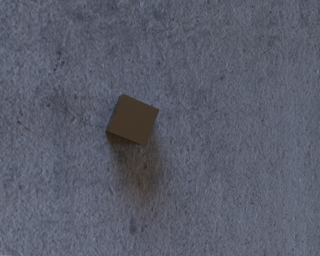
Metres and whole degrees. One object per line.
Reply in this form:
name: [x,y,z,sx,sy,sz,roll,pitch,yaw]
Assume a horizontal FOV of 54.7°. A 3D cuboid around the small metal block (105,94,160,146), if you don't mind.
small metal block: [-0.035,-0.010,0.397,0.050,0.025,0.050,23,82,-19]
